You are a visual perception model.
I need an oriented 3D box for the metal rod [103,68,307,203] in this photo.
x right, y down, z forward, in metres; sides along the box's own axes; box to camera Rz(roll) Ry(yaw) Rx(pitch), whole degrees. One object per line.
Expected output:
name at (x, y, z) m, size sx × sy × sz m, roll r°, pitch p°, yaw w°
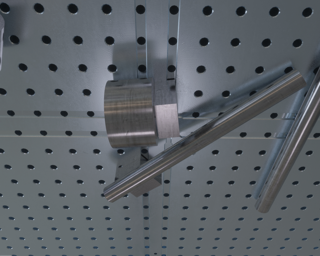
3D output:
metal rod at (0.045, 0.019, 0.407) m, size 0.300 × 0.025 × 0.025 m, roll -33°, pitch 123°, yaw 17°

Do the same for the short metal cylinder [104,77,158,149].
short metal cylinder at (-0.031, -0.017, 0.360) m, size 0.050 × 0.080 × 0.080 m, roll -4°, pitch 130°, yaw 3°

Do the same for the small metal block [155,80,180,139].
small metal block at (0.009, -0.023, 0.376) m, size 0.025 × 0.050 × 0.050 m, roll -5°, pitch 130°, yaw 4°

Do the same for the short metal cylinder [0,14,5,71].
short metal cylinder at (-0.197, -0.087, 0.300) m, size 0.081 × 0.080 × 0.050 m, roll 16°, pitch 128°, yaw -14°

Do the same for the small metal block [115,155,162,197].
small metal block at (-0.033, 0.075, 0.475) m, size 0.050 × 0.025 × 0.050 m, roll -32°, pitch 124°, yaw 24°

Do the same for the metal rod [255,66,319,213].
metal rod at (0.186, 0.021, 0.431) m, size 0.025 × 0.025 × 0.298 m, roll 4°, pitch 130°, yaw -3°
